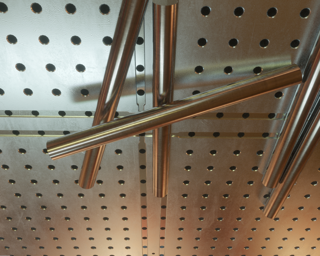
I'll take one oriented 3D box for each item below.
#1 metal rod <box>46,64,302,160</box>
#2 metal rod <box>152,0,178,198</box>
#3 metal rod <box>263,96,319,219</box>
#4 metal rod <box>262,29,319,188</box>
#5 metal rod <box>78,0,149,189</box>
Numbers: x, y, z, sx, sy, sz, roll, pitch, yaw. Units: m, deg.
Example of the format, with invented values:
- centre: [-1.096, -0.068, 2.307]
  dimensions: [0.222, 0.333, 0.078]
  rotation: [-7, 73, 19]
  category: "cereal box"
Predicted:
- centre: [0.016, -0.018, 0.364]
  dimensions: [0.302, 0.025, 0.025]
  rotation: [-17, 129, 1]
  category: "metal rod"
- centre: [0.003, -0.012, 0.401]
  dimensions: [0.025, 0.025, 0.298]
  rotation: [0, 130, -1]
  category: "metal rod"
- centre: [0.204, 0.034, 0.443]
  dimensions: [0.025, 0.025, 0.298]
  rotation: [3, 130, -3]
  category: "metal rod"
- centre: [0.178, -0.028, 0.390]
  dimensions: [0.025, 0.025, 0.298]
  rotation: [1, 130, -2]
  category: "metal rod"
- centre: [-0.068, -0.023, 0.390]
  dimensions: [0.025, 0.025, 0.298]
  rotation: [14, 129, -12]
  category: "metal rod"
